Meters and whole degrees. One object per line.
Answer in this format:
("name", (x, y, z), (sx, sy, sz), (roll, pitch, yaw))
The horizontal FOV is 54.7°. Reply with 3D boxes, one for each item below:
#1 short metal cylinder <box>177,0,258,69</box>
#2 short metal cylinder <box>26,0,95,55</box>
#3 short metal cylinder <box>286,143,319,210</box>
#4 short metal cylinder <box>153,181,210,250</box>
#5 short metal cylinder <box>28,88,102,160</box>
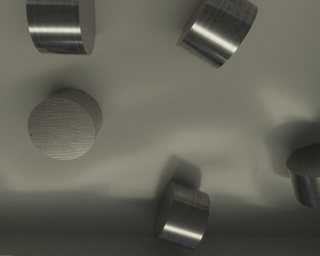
("short metal cylinder", (0.061, -0.112, 0.341), (0.050, 0.080, 0.080), (30, 107, -10))
("short metal cylinder", (-0.103, -0.120, 0.337), (0.050, 0.080, 0.079), (1, 110, -1))
("short metal cylinder", (0.214, 0.062, 0.406), (0.080, 0.080, 0.050), (-20, 109, 7))
("short metal cylinder", (0.028, 0.120, 0.426), (0.050, 0.080, 0.079), (21, 109, -8))
("short metal cylinder", (-0.118, -0.006, 0.395), (0.081, 0.050, 0.079), (0, 110, 0))
